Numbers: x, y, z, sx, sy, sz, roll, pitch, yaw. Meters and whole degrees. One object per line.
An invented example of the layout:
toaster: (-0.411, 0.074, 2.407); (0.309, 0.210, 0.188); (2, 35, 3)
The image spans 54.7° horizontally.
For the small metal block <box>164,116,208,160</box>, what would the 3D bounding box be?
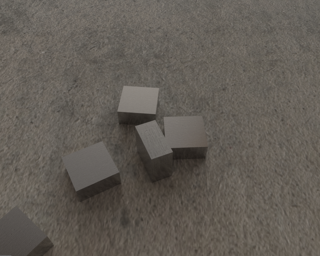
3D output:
small metal block: (0.031, 0.012, 0.394); (0.050, 0.025, 0.050); (-2, 50, -2)

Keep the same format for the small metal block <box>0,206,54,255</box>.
small metal block: (-0.144, 0.115, 0.305); (0.050, 0.025, 0.050); (32, 57, 23)

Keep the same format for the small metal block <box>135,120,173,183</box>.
small metal block: (-0.007, 0.028, 0.364); (0.025, 0.050, 0.050); (-18, 53, -15)

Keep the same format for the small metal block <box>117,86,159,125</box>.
small metal block: (-0.029, -0.031, 0.429); (0.050, 0.025, 0.050); (4, 50, 3)

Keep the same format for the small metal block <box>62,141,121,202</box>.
small metal block: (-0.079, 0.050, 0.361); (0.050, 0.025, 0.050); (-23, 54, -18)
